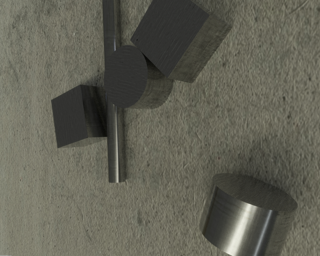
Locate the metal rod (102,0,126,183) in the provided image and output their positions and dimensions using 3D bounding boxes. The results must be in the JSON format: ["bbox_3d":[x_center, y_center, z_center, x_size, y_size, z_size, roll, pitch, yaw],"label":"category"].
[{"bbox_3d":[-0.069,-0.070,0.462,0.025,0.025,0.298,-4,87,40],"label":"metal rod"}]

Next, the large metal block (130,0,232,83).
[{"bbox_3d":[0.023,-0.112,0.369,0.080,0.050,0.080,50,118,28],"label":"large metal block"}]

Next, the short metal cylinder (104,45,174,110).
[{"bbox_3d":[-0.029,-0.065,0.413,0.080,0.050,0.080,0,91,40],"label":"short metal cylinder"}]

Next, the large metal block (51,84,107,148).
[{"bbox_3d":[-0.123,-0.016,0.491,0.080,0.050,0.080,-17,79,38],"label":"large metal block"}]

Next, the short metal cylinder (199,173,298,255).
[{"bbox_3d":[0.084,0.083,0.300,0.080,0.081,0.050,22,104,38],"label":"short metal cylinder"}]
